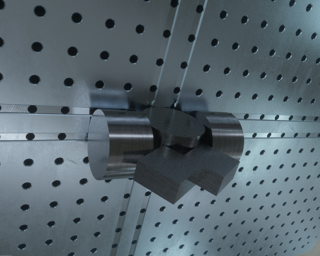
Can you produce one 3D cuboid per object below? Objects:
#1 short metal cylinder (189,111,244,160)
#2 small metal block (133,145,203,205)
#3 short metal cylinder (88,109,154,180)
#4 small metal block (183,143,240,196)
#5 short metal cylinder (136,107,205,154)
[{"bbox_3d":[0.067,0.017,0.422,0.050,0.080,0.079,1,118,-28],"label":"short metal cylinder"},{"bbox_3d":[0.009,0.047,0.324,0.050,0.050,0.025,-25,136,-54],"label":"small metal block"},{"bbox_3d":[-0.048,0.019,0.360,0.050,0.080,0.079,1,118,-29],"label":"short metal cylinder"},{"bbox_3d":[0.056,0.045,0.354,0.050,0.050,0.025,-24,135,-54],"label":"small metal block"},{"bbox_3d":[0.011,0.013,0.389,0.081,0.080,0.050,1,118,-29],"label":"short metal cylinder"}]
